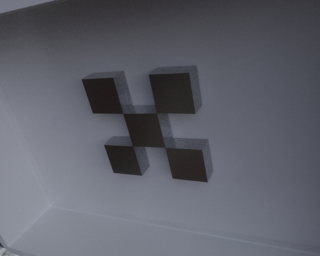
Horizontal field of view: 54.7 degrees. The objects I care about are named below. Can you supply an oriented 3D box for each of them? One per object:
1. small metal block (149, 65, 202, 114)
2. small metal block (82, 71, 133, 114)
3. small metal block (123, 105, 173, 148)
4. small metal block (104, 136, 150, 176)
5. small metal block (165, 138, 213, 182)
[{"bbox_3d":[0.019,-0.045,0.368,0.050,0.025,0.050,2,120,27],"label":"small metal block"},{"bbox_3d":[-0.070,-0.047,0.414,0.050,0.025,0.050,2,119,27],"label":"small metal block"},{"bbox_3d":[-0.015,-0.002,0.412,0.050,0.025,0.050,1,119,28],"label":"small metal block"},{"bbox_3d":[-0.048,0.041,0.457,0.050,0.025,0.050,1,119,28],"label":"small metal block"},{"bbox_3d":[0.040,0.042,0.411,0.050,0.025,0.050,1,119,27],"label":"small metal block"}]
